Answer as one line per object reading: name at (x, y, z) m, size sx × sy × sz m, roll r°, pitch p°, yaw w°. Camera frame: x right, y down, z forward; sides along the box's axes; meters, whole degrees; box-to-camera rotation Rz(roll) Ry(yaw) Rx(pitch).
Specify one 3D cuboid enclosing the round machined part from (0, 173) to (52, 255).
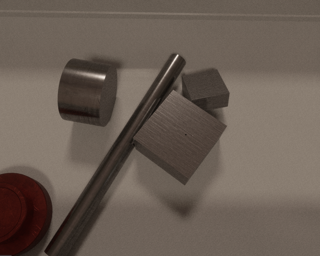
round machined part at (-0.182, 0.100, 0.362) m, size 0.099 × 0.042 × 0.098 m, roll 0°, pitch 70°, yaw -1°

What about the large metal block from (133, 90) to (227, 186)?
large metal block at (0.024, 0.013, 0.392) m, size 0.080 × 0.050 × 0.080 m, roll 36°, pitch 74°, yaw 11°

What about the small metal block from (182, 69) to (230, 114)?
small metal block at (0.061, -0.050, 0.420) m, size 0.050 × 0.025 × 0.050 m, roll -11°, pitch 49°, yaw -5°

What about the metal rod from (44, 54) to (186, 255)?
metal rod at (-0.048, 0.024, 0.400) m, size 0.025 × 0.025 × 0.300 m, roll 28°, pitch 72°, yaw 9°

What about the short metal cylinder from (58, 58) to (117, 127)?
short metal cylinder at (-0.090, -0.045, 0.396) m, size 0.050 × 0.080 × 0.080 m, roll 10°, pitch 70°, yaw 3°
